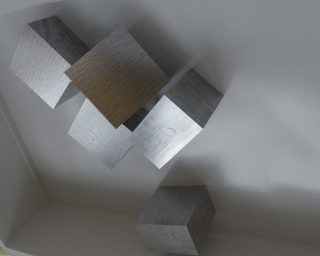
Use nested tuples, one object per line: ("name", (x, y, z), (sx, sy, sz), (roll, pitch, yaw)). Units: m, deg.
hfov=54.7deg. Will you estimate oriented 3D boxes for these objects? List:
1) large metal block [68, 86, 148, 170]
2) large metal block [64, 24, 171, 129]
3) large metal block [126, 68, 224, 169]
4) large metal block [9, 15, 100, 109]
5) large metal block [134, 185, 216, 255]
("large metal block", (-0.067, -0.003, 0.425), (0.080, 0.050, 0.080), (40, 129, 0))
("large metal block", (-0.048, -0.055, 0.355), (0.080, 0.080, 0.050), (48, 172, -6))
("large metal block", (0.018, -0.012, 0.355), (0.050, 0.080, 0.080), (42, 129, -1))
("large metal block", (-0.140, -0.086, 0.411), (0.080, 0.050, 0.080), (44, 129, -3))
("large metal block", (0.024, 0.127, 0.438), (0.080, 0.080, 0.050), (-8, 114, 31))
